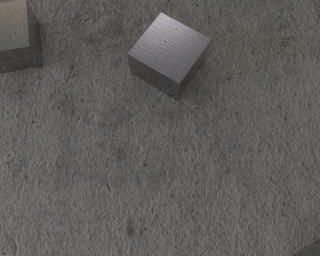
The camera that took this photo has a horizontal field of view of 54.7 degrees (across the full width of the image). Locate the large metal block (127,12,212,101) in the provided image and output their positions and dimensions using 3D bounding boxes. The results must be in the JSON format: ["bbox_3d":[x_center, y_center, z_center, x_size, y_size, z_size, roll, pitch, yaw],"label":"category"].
[{"bbox_3d":[0.013,-0.099,0.431,0.080,0.050,0.080,32,73,11],"label":"large metal block"}]

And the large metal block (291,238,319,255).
[{"bbox_3d":[0.208,0.160,0.338,0.080,0.050,0.080,-27,72,-9],"label":"large metal block"}]

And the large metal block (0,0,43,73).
[{"bbox_3d":[-0.219,-0.128,0.440,0.081,0.050,0.080,-11,70,-4],"label":"large metal block"}]
